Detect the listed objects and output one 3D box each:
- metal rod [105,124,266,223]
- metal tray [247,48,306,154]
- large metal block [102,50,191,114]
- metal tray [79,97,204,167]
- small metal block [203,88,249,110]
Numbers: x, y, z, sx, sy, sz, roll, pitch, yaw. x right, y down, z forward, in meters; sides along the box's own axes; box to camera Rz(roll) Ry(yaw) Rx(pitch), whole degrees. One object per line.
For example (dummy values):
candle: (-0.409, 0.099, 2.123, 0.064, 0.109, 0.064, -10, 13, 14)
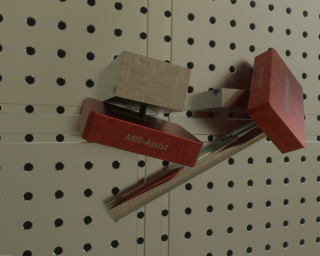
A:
metal rod: (0.066, 0.046, 0.438, 0.302, 0.025, 0.025, -26, 99, -19)
metal tray: (0.165, -0.040, 0.433, 0.090, 0.030, 0.130, 43, 44, -23)
large metal block: (-0.019, -0.051, 0.377, 0.081, 0.080, 0.050, 11, 86, -20)
metal tray: (-0.025, 0.003, 0.367, 0.131, 0.090, 0.030, 16, 100, -20)
small metal block: (0.096, -0.039, 0.436, 0.050, 0.050, 0.025, 2, 90, -20)
